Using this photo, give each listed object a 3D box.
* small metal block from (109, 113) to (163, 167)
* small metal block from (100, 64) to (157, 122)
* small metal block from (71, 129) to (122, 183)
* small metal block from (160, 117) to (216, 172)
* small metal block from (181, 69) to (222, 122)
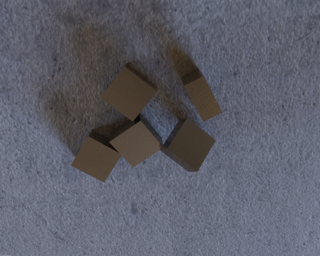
[{"bbox_3d":[-0.031,0.016,0.412,0.050,0.025,0.050,-34,115,11],"label":"small metal block"},{"bbox_3d":[-0.039,-0.045,0.393,0.050,0.025,0.050,37,105,-13],"label":"small metal block"},{"bbox_3d":[-0.085,0.038,0.423,0.050,0.025,0.050,30,107,-11],"label":"small metal block"},{"bbox_3d":[0.037,0.023,0.406,0.050,0.025,0.050,38,70,-13],"label":"small metal block"},{"bbox_3d":[0.050,-0.042,0.382,0.025,0.050,0.050,-28,108,9],"label":"small metal block"}]
